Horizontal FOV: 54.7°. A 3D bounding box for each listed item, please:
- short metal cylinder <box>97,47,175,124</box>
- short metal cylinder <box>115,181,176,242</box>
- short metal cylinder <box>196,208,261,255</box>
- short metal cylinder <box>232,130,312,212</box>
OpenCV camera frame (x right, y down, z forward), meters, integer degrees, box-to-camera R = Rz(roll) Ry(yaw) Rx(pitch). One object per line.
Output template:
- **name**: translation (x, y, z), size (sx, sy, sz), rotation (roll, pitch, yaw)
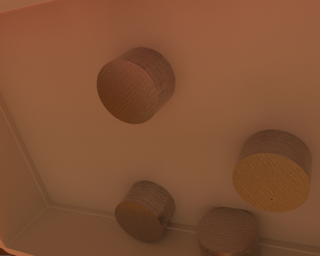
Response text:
- **short metal cylinder**: translation (-0.028, -0.051, 0.374), size (0.080, 0.050, 0.079), rotation (13, 124, 20)
- **short metal cylinder**: translation (-0.023, 0.130, 0.483), size (0.080, 0.050, 0.079), rotation (13, 124, 20)
- **short metal cylinder**: translation (0.093, 0.154, 0.419), size (0.080, 0.080, 0.050), rotation (1, 119, 27)
- **short metal cylinder**: translation (0.129, 0.049, 0.354), size (0.080, 0.050, 0.079), rotation (13, 124, 20)
